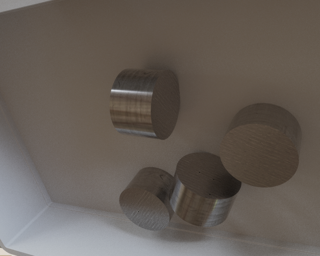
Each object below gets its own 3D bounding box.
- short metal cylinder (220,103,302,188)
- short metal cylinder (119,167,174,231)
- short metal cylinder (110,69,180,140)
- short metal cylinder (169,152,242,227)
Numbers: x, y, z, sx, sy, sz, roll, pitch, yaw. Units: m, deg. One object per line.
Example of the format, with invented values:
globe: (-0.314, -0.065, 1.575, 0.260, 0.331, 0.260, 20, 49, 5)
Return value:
short metal cylinder: (0.112, 0.019, 0.344, 0.080, 0.050, 0.079, 13, 124, 20)
short metal cylinder: (-0.013, 0.106, 0.463, 0.080, 0.050, 0.079, 13, 124, 20)
short metal cylinder: (-0.015, -0.029, 0.362, 0.050, 0.080, 0.079, 7, 121, 24)
short metal cylinder: (0.055, 0.076, 0.390, 0.080, 0.080, 0.050, 22, 126, 15)
